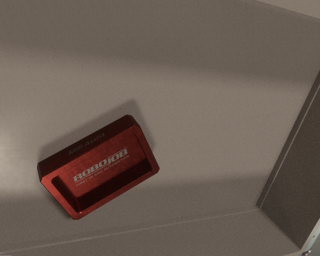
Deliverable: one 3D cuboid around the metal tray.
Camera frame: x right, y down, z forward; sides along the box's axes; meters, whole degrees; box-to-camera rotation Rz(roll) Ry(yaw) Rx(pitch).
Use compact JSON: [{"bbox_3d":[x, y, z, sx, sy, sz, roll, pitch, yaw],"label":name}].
[{"bbox_3d":[-0.074,0.051,0.397,0.131,0.030,0.090,-30,129,-10],"label":"metal tray"}]
